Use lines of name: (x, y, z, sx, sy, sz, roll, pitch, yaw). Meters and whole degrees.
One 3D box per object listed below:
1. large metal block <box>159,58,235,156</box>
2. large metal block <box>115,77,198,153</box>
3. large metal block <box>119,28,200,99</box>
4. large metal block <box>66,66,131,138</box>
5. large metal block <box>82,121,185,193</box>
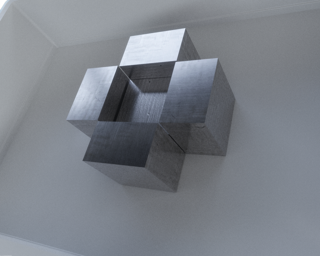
large metal block: (0.047, -0.022, 0.358, 0.050, 0.080, 0.080, 1, 62, 29)
large metal block: (-0.004, -0.017, 0.399, 0.080, 0.050, 0.080, 1, 62, 28)
large metal block: (0.006, -0.081, 0.415, 0.080, 0.080, 0.050, 1, 62, 28)
large metal block: (-0.069, -0.026, 0.422, 0.050, 0.080, 0.080, 1, 62, 29)
large metal block: (-0.027, 0.034, 0.362, 0.080, 0.080, 0.050, 2, 63, 29)
